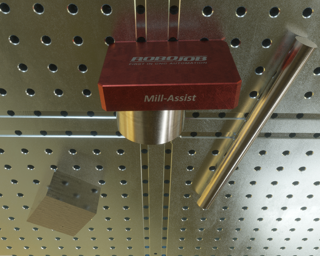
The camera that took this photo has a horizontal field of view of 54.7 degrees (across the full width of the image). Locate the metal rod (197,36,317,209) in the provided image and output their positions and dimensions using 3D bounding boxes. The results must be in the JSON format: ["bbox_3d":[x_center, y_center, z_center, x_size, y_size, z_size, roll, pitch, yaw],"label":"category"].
[{"bbox_3d":[0.115,0.016,0.426,0.025,0.025,0.298,13,129,-11],"label":"metal rod"}]

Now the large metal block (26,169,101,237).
[{"bbox_3d":[-0.153,0.123,0.498,0.080,0.050,0.080,28,125,-22],"label":"large metal block"}]

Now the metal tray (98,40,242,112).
[{"bbox_3d":[0.009,-0.057,0.320,0.131,0.090,0.030,-1,130,0],"label":"metal tray"}]

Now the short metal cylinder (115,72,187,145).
[{"bbox_3d":[-0.010,-0.026,0.353,0.081,0.080,0.050,1,130,-2],"label":"short metal cylinder"}]
